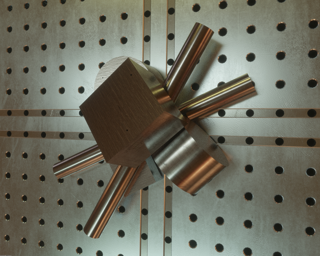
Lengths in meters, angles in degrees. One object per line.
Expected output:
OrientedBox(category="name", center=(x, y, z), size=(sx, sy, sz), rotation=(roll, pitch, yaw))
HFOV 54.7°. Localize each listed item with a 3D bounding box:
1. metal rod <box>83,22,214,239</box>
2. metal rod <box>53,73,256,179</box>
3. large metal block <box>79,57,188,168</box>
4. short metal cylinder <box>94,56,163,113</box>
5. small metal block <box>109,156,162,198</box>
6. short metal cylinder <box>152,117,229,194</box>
OrientedBox(category="metal rod", center=(-0.019, 0.010, 0.389), size=(0.025, 0.025, 0.299), rotation=(32, 100, 17))
OrientedBox(category="metal rod", center=(-0.020, 0.005, 0.416), size=(0.300, 0.025, 0.025), rotation=(-25, 82, 18))
OrientedBox(category="large metal block", center=(-0.030, -0.014, 0.339), size=(0.080, 0.050, 0.080), rotation=(-42, 60, 16))
OrientedBox(category="short metal cylinder", center=(-0.039, -0.050, 0.409), size=(0.080, 0.050, 0.079), rotation=(0, 90, 20))
OrientedBox(category="small metal block", center=(-0.033, 0.059, 0.420), size=(0.050, 0.025, 0.050), rotation=(-29, 81, 17))
OrientedBox(category="short metal cylinder", center=(0.035, 0.031, 0.367), size=(0.050, 0.080, 0.080), rotation=(-45, 76, 15))
